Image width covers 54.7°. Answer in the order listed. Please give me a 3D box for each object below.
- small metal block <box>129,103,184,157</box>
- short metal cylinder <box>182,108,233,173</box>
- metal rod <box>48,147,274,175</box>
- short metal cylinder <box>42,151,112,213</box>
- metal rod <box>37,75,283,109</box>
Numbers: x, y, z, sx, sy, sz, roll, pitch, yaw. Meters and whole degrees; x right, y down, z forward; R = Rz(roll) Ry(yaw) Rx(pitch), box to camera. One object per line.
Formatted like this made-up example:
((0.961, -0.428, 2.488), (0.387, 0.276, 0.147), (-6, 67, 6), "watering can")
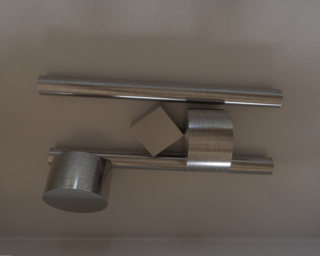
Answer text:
((-0.004, 0.001, 0.410), (0.050, 0.025, 0.050), (-36, 107, 12), "small metal block")
((0.057, 0.015, 0.387), (0.050, 0.080, 0.079), (2, 110, -1), "short metal cylinder")
((0.003, 0.046, 0.426), (0.302, 0.025, 0.025), (3, 110, -2), "metal rod")
((-0.105, 0.072, 0.403), (0.081, 0.050, 0.080), (1, 144, 1), "short metal cylinder")
((0.002, -0.045, 0.392), (0.302, 0.025, 0.025), (3, 110, -2), "metal rod")
